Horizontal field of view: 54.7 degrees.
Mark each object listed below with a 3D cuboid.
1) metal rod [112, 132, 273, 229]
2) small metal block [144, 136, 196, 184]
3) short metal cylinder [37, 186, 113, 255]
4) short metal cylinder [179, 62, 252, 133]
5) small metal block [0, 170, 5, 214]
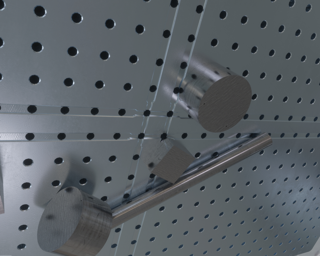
[{"bbox_3d":[0.047,0.080,0.486,0.302,0.025,0.025,-25,128,-13],"label":"metal rod"},{"bbox_3d":[0.014,0.047,0.448,0.050,0.025,0.050,33,100,-39],"label":"small metal block"},{"bbox_3d":[-0.107,0.121,0.392,0.080,0.080,0.050,-46,129,4],"label":"short metal cylinder"},{"bbox_3d":[0.073,-0.041,0.410,0.081,0.050,0.079,-14,124,-21],"label":"short metal cylinder"},{"bbox_3d":[-0.197,0.072,0.332,0.050,0.050,0.025,-9,123,-24],"label":"small metal block"}]
